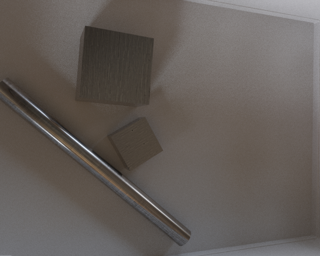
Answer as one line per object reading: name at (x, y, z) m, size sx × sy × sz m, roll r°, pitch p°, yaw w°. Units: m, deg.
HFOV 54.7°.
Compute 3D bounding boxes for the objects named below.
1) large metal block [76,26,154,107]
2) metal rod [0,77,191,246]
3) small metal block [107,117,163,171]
large metal block at (-0.056, -0.070, 0.377) m, size 0.081 × 0.050 × 0.080 m, roll 5°, pitch 89°, yaw -20°
metal rod at (-0.072, 0.052, 0.384) m, size 0.300 × 0.025 × 0.025 m, roll 43°, pitch 76°, yaw -15°
small metal block at (-0.032, 0.020, 0.400) m, size 0.050 × 0.025 × 0.050 m, roll -31°, pitch 101°, yaw -18°
